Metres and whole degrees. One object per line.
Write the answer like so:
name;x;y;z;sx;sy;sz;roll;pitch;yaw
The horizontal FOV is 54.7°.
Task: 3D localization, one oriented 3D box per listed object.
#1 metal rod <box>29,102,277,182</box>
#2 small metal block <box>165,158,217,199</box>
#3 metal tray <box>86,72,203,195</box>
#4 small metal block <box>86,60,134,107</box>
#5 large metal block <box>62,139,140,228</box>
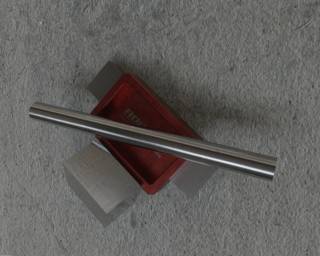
metal rod;-0.024;0.010;0.359;0.301;0.025;0.025;13;94;19
small metal block;0.039;0.053;0.396;0.050;0.025;0.050;40;102;15
metal tray;-0.021;0.006;0.387;0.130;0.030;0.090;45;104;14
small metal block;-0.065;-0.057;0.432;0.050;0.025;0.050;46;104;14
large metal block;-0.076;0.073;0.397;0.050;0.080;0.080;-38;74;-27
